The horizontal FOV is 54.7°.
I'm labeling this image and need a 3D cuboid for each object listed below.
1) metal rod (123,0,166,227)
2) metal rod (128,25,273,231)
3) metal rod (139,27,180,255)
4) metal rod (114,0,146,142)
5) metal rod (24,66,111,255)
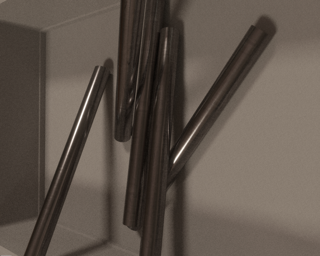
[{"bbox_3d":[-0.020,-0.025,0.402,0.025,0.025,0.298,4,87,39],"label":"metal rod"},{"bbox_3d":[0.034,0.017,0.377,0.025,0.025,0.298,45,117,30],"label":"metal rod"},{"bbox_3d":[0.000,0.024,0.375,0.025,0.025,0.298,-1,80,39],"label":"metal rod"},{"bbox_3d":[-0.034,-0.093,0.349,0.025,0.025,0.298,45,144,30],"label":"metal rod"},{"bbox_3d":[-0.126,0.046,0.430,0.025,0.025,0.299,-2,64,39],"label":"metal rod"}]
